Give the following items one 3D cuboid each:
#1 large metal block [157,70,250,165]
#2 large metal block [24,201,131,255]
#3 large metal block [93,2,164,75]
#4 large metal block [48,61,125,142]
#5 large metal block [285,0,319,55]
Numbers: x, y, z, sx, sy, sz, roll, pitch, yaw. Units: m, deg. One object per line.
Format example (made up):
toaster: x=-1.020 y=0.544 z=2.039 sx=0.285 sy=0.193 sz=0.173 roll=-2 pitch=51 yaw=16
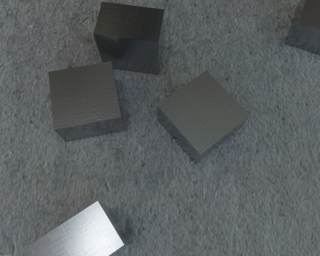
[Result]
large metal block: x=0.053 y=-0.013 z=0.400 sx=0.080 sy=0.050 sz=0.080 roll=-37 pitch=74 yaw=-13
large metal block: x=-0.082 y=0.126 z=0.332 sx=0.080 sy=0.080 sz=0.050 roll=-32 pitch=74 yaw=-11
large metal block: x=-0.038 y=-0.119 z=0.422 sx=0.080 sy=0.080 sz=0.050 roll=8 pitch=70 yaw=2
large metal block: x=-0.094 y=-0.034 z=0.406 sx=0.081 sy=0.050 sz=0.080 roll=-11 pitch=71 yaw=-4
large metal block: x=0.242 y=-0.156 z=0.455 sx=0.080 sy=0.050 sz=0.080 roll=21 pitch=71 yaw=7
